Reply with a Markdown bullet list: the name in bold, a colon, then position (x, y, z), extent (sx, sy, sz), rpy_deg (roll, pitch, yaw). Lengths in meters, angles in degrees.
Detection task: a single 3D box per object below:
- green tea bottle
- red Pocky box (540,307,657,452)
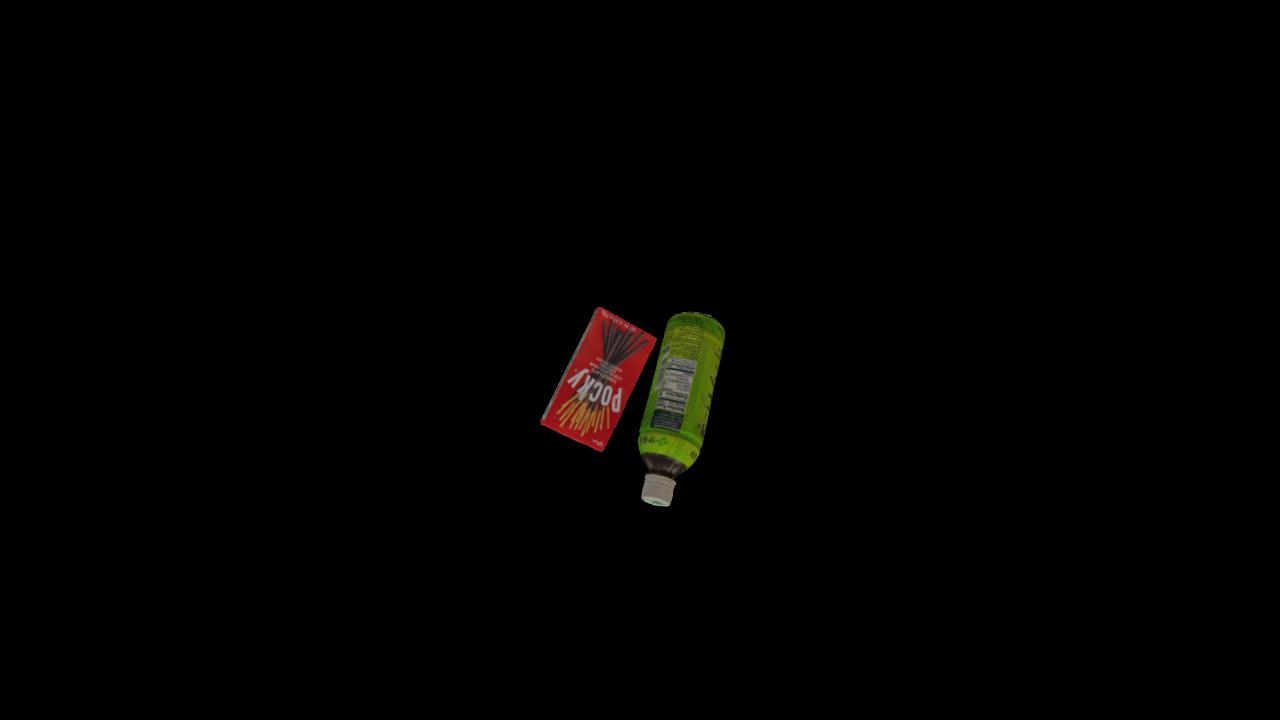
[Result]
- **green tea bottle**: position (0.040, 0.051, 0.663), extent (0.073, 0.212, 0.073), rpy_deg (14, -26, 7)
- **red Pocky box**: position (-0.048, 0.024, 0.730), extent (0.083, 0.155, 0.028), rpy_deg (27, -6, -18)
